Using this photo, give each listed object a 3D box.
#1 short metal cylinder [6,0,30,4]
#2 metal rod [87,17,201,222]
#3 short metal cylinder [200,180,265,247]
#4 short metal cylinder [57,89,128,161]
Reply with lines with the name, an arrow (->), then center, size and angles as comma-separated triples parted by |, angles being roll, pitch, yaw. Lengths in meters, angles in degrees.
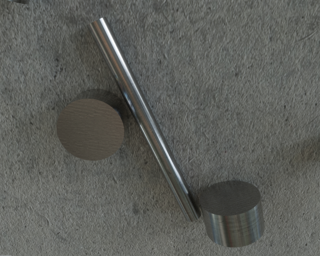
short metal cylinder -> -0.172, -0.166, 0.317 | 0.080, 0.080, 0.050 | 18, 109, -7
metal rod -> -0.013, 0.002, 0.410 | 0.025, 0.025, 0.299 | -23, 109, 8
short metal cylinder -> 0.099, 0.115, 0.424 | 0.080, 0.080, 0.050 | -12, 110, 4
short metal cylinder -> -0.083, -0.005, 0.394 | 0.081, 0.050, 0.079 | 0, 110, 0
